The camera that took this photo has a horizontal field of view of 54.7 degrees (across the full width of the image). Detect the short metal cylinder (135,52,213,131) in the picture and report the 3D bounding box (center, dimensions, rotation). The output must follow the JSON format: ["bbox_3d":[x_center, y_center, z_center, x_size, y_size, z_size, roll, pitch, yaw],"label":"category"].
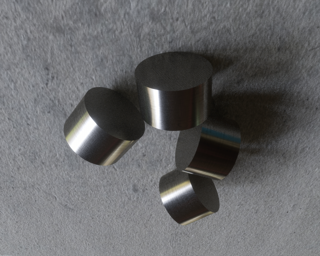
[{"bbox_3d":[0.016,-0.042,0.336,0.080,0.080,0.050,-3,130,2],"label":"short metal cylinder"}]

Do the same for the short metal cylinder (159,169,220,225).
[{"bbox_3d":[0.044,0.094,0.452,0.050,0.080,0.080,-32,124,24],"label":"short metal cylinder"}]

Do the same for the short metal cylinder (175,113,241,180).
[{"bbox_3d":[0.058,0.021,0.390,0.050,0.080,0.079,16,128,-14],"label":"short metal cylinder"}]

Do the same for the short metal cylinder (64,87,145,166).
[{"bbox_3d":[-0.065,-0.002,0.368,0.080,0.080,0.050,30,124,-23],"label":"short metal cylinder"}]
